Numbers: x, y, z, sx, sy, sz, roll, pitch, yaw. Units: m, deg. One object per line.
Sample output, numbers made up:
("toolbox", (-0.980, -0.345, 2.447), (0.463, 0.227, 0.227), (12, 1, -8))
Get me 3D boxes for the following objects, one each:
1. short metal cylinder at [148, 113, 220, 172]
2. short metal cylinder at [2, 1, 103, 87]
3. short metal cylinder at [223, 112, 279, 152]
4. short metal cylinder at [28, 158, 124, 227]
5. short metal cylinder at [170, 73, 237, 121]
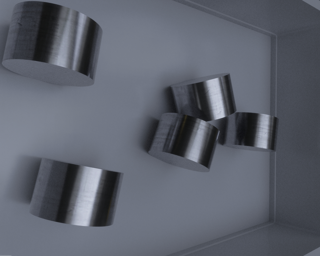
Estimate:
("short metal cylinder", (0.031, 0.020, 0.397), (0.080, 0.080, 0.050), (29, 72, -36))
("short metal cylinder", (-0.098, -0.074, 0.288), (0.081, 0.080, 0.050), (13, 82, -39))
("short metal cylinder", (0.144, 0.008, 0.491), (0.081, 0.080, 0.050), (13, 82, -39))
("short metal cylinder", (-0.080, 0.061, 0.304), (0.080, 0.080, 0.050), (18, 79, -39))
("short metal cylinder", (0.059, -0.041, 0.420), (0.081, 0.080, 0.050), (-22, 105, -38))
